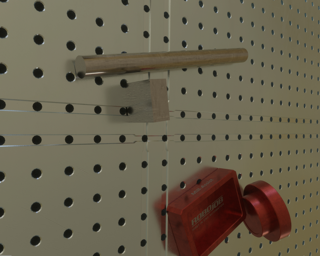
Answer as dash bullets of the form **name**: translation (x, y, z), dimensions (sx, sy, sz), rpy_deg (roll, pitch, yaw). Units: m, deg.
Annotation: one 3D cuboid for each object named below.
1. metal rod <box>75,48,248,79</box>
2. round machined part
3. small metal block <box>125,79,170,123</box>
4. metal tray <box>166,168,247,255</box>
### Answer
- **metal rod**: translation (0.027, -0.095, 0.433), dimensions (0.302, 0.025, 0.025), rpy_deg (-14, 99, -39)
- **round machined part**: translation (0.165, 0.140, 0.510), dimensions (0.042, 0.098, 0.097), rpy_deg (-18, 103, -14)
- **small metal block**: translation (-0.016, -0.033, 0.381), dimensions (0.025, 0.050, 0.050), rpy_deg (-10, 97, -40)
- **metal tray**: translation (0.076, 0.129, 0.472), dimensions (0.131, 0.030, 0.089), rpy_deg (-27, 107, -37)
